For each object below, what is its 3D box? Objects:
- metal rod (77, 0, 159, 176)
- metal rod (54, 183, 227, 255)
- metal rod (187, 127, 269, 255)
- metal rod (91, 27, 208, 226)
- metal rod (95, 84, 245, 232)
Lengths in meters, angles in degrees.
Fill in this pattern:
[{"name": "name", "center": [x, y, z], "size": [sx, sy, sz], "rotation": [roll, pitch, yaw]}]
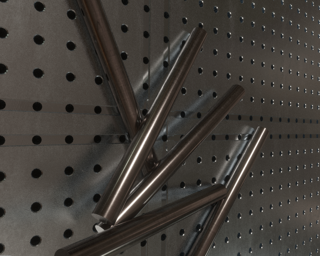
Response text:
[{"name": "metal rod", "center": [-0.053, -0.069, 0.365], "size": [0.025, 0.025, 0.298], "rotation": [-31, 110, -36]}, {"name": "metal rod", "center": [0.009, 0.104, 0.369], "size": [0.302, 0.025, 0.025], "rotation": [-3, 92, -55]}, {"name": "metal rod", "center": [0.109, 0.114, 0.503], "size": [0.025, 0.025, 0.301], "rotation": [52, 60, -28]}, {"name": "metal rod", "center": [0.001, -0.024, 0.384], "size": [0.025, 0.025, 0.300], "rotation": [47, 53, -30]}, {"name": "metal rod", "center": [0.033, 0.026, 0.407], "size": [0.302, 0.025, 0.025], "rotation": [-43, 116, -34]}]
